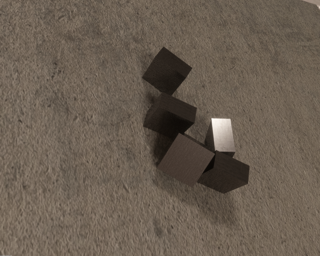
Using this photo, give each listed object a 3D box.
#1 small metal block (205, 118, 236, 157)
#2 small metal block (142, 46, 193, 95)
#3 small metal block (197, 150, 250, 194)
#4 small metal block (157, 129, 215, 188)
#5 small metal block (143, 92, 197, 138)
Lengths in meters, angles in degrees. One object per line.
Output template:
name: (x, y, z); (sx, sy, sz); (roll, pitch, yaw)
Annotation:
small metal block: (0.079, 0.022, 0.414); (0.025, 0.050, 0.050); (2, 56, -2)
small metal block: (0.010, -0.079, 0.443); (0.050, 0.050, 0.025); (36, 51, -5)
small metal block: (0.077, 0.057, 0.395); (0.050, 0.050, 0.025); (26, 56, -15)
small metal block: (0.031, 0.037, 0.380); (0.050, 0.050, 0.025); (31, 8, -6)
small metal block: (0.012, -0.014, 0.405); (0.050, 0.050, 0.025); (24, 53, -14)
